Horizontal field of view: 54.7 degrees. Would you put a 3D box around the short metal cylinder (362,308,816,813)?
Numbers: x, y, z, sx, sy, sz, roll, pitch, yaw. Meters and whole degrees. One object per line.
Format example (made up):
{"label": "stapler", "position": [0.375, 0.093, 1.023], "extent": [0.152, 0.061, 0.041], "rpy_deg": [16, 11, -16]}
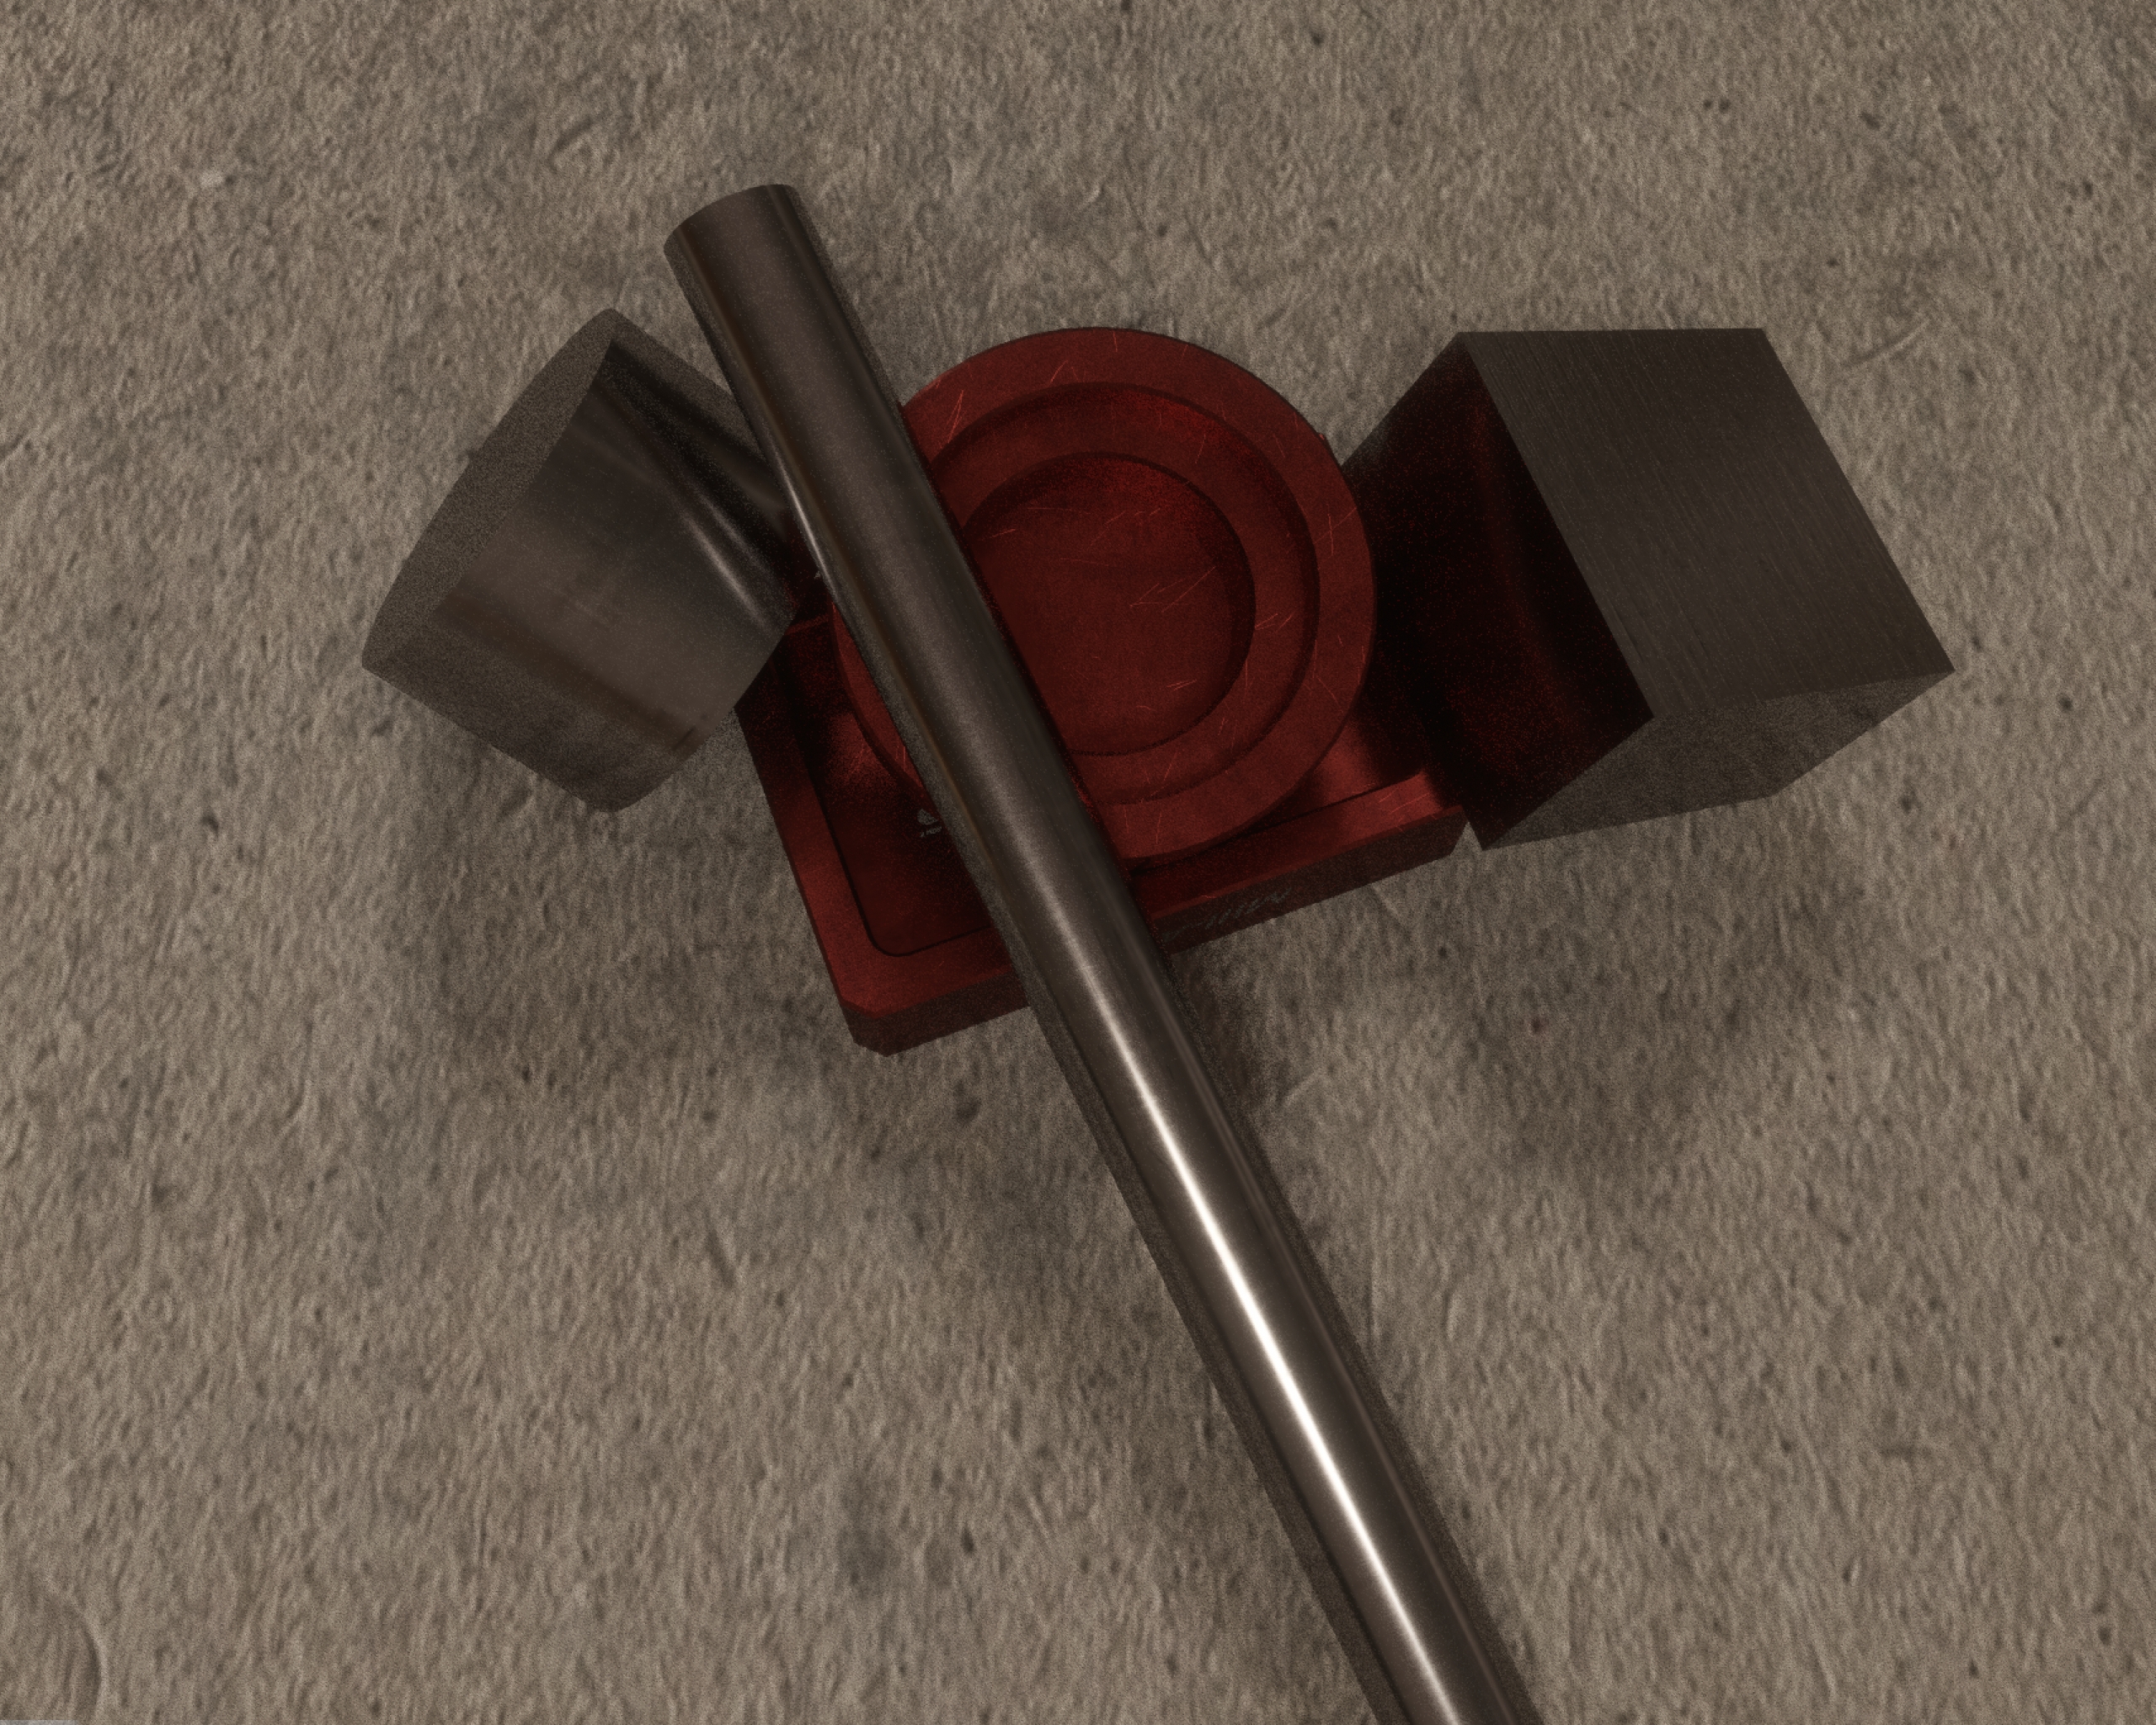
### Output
{"label": "short metal cylinder", "position": [-0.089, -0.056, 0.393], "extent": [0.050, 0.080, 0.080], "rpy_deg": [35, 69, -26]}

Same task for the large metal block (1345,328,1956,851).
{"label": "large metal block", "position": [0.105, -0.054, 0.399], "extent": [0.081, 0.050, 0.080], "rpy_deg": [-10, 68, -32]}

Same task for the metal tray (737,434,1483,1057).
{"label": "metal tray", "position": [0.003, -0.026, 0.416], "extent": [0.131, 0.030, 0.090], "rpy_deg": [-19, 71, -8]}

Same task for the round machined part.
{"label": "round machined part", "position": [0.003, -0.046, 0.392], "extent": [0.099, 0.042, 0.097], "rpy_deg": [0, 85, -5]}

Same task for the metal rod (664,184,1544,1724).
{"label": "metal rod", "position": [0.006, 0.026, 0.354], "extent": [0.025, 0.025, 0.299], "rpy_deg": [-26, 89, -9]}
